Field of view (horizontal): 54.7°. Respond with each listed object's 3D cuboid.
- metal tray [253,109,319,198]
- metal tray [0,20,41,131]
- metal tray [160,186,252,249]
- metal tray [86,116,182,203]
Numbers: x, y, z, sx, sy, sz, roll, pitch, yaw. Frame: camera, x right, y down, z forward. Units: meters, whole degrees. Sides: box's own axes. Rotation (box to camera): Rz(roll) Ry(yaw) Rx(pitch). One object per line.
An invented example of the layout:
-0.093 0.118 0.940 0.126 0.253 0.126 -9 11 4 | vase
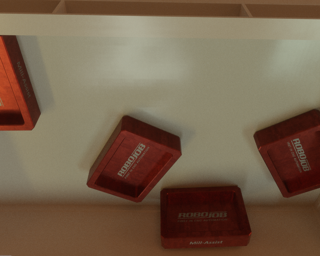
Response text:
0.201 0.042 0.444 0.090 0.030 0.130 -24 127 19 | metal tray
-0.201 -0.055 0.355 0.091 0.030 0.129 -1 130 0 | metal tray
0.067 0.138 0.484 0.131 0.090 0.030 -2 130 1 | metal tray
-0.039 0.051 0.448 0.091 0.030 0.129 23 126 -19 | metal tray
